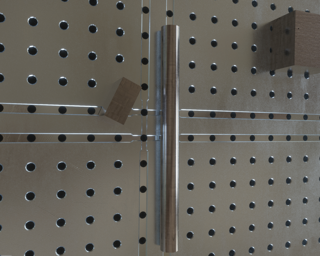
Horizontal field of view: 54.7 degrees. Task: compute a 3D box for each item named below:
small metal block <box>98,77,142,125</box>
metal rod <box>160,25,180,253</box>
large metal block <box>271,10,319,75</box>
[{"bbox_3d":[-0.051,-0.031,0.381,0.025,0.050,0.050,28,81,-18],"label":"small metal block"},{"bbox_3d":[0.013,0.014,0.417,0.025,0.025,0.298,0,90,-20],"label":"metal rod"},{"bbox_3d":[0.223,-0.129,0.481,0.081,0.050,0.080,1,90,-20],"label":"large metal block"}]
